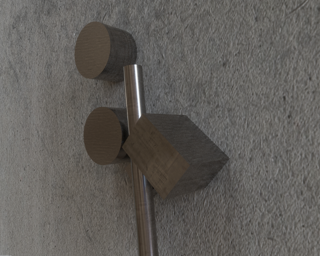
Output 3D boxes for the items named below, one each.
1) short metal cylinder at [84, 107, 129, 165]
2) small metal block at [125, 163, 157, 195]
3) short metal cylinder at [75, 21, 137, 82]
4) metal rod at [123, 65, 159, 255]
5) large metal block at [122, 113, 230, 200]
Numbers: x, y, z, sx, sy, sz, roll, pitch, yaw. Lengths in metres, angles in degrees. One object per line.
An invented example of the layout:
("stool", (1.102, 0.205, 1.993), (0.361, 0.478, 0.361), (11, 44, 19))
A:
("short metal cylinder", (-0.063, 0.011, 0.441), (0.080, 0.050, 0.079), (0, 90, 40))
("small metal block", (-0.014, 0.060, 0.416), (0.050, 0.025, 0.050), (-45, 63, 30))
("short metal cylinder", (-0.080, -0.110, 0.455), (0.080, 0.050, 0.079), (0, 90, 40))
("metal rod", (-0.022, 0.070, 0.390), (0.025, 0.025, 0.298), (-8, 85, 40))
("large metal block", (0.018, 0.028, 0.354), (0.080, 0.081, 0.050), (48, 118, 29))
